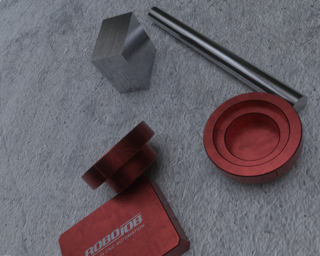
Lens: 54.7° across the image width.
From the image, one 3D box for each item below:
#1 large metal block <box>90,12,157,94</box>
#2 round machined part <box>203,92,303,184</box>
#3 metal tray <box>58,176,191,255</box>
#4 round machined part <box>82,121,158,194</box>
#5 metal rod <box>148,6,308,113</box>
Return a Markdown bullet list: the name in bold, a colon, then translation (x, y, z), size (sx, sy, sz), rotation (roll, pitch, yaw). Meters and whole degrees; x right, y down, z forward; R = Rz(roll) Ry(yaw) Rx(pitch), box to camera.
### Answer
- **large metal block**: translation (-0.050, -0.109, 0.460), size (0.050, 0.080, 0.080), rotation (-5, 59, 25)
- **round machined part**: translation (0.100, 0.013, 0.332), size (0.098, 0.042, 0.098), rotation (-13, 56, 20)
- **metal tray**: translation (-0.043, 0.127, 0.344), size (0.130, 0.030, 0.090), rotation (-36, 51, 3)
- **round machined part**: translation (-0.041, 0.039, 0.366), size (0.098, 0.098, 0.042), rotation (-43, 92, -2)
- **metal rod**: translation (0.072, -0.109, 0.432), size (0.025, 0.025, 0.300), rotation (-43, 51, -1)
